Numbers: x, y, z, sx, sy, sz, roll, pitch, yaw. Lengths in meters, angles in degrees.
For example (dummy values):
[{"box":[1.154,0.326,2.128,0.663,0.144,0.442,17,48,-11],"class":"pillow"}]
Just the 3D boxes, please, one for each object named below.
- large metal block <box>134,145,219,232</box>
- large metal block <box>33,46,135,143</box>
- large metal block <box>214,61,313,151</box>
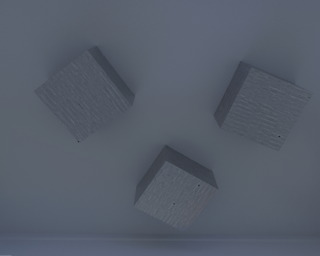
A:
[{"box":[0.021,0.083,0.429,0.080,0.050,0.080,30,107,-11],"class":"large metal block"},{"box":[-0.089,-0.042,0.382,0.080,0.050,0.080,-34,107,11],"class":"large metal block"},{"box":[0.125,-0.028,0.388,0.080,0.050,0.079,21,109,-8],"class":"large metal block"}]
